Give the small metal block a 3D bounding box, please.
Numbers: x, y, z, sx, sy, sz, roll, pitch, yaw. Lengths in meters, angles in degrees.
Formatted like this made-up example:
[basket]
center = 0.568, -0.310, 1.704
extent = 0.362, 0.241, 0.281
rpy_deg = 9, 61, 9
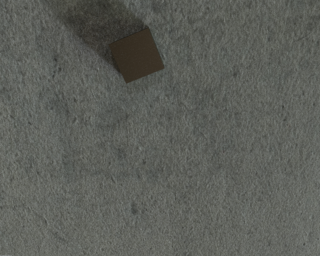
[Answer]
[small metal block]
center = -0.027, -0.088, 0.377
extent = 0.050, 0.025, 0.050
rpy_deg = -21, 109, 7
